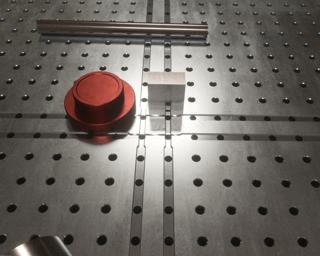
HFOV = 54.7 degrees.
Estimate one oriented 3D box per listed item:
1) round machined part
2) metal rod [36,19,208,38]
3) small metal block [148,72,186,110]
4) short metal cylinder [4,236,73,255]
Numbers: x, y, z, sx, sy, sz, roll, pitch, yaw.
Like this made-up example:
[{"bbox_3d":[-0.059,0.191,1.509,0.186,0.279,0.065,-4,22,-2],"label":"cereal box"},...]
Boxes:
[{"bbox_3d":[-0.083,-0.042,0.431,0.099,0.042,0.098,0,50,0],"label":"round machined part"},{"bbox_3d":[-0.067,-0.178,0.555,0.302,0.025,0.025,2,50,1],"label":"metal rod"},{"bbox_3d":[0.009,-0.051,0.435,0.050,0.050,0.025,1,50,0],"label":"small metal block"},{"bbox_3d":[-0.103,0.138,0.255,0.080,0.080,0.050,-35,59,-26],"label":"short metal cylinder"}]
